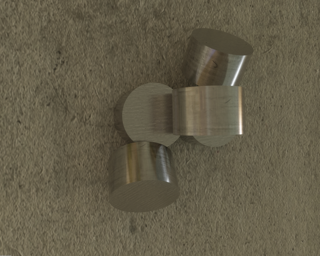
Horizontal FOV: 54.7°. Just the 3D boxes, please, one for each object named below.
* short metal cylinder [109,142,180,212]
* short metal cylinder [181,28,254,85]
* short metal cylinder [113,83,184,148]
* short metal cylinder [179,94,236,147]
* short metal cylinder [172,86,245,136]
[{"bbox_3d":[-0.020,0.060,0.367,0.081,0.079,0.050,8,49,-20],"label":"short metal cylinder"},{"bbox_3d":[0.073,-0.090,0.402,0.081,0.080,0.050,1,128,-20],"label":"short metal cylinder"},{"bbox_3d":[-0.014,-0.014,0.392,0.081,0.050,0.079,0,90,-21],"label":"short metal cylinder"},{"bbox_3d":[0.062,-0.016,0.420,0.081,0.050,0.079,0,90,-21],"label":"short metal cylinder"},{"bbox_3d":[0.054,-0.018,0.349,0.081,0.080,0.050,-2,91,-20],"label":"short metal cylinder"}]
